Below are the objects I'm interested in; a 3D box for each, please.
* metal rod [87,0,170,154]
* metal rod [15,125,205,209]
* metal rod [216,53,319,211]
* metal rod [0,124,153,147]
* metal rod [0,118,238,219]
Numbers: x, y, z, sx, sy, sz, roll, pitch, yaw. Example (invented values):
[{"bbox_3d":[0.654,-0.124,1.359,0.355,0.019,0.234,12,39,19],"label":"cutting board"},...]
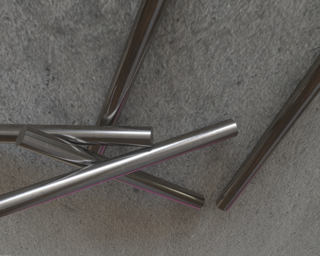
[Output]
[{"bbox_3d":[-0.037,-0.064,0.352,0.025,0.025,0.298,18,128,-15],"label":"metal rod"},{"bbox_3d":[-0.043,0.065,0.424,0.301,0.025,0.025,28,125,-36],"label":"metal rod"},{"bbox_3d":[0.150,0.020,0.426,0.025,0.025,0.298,13,129,-12],"label":"metal rod"},{"bbox_3d":[-0.159,0.008,0.390,0.302,0.025,0.025,1,131,7],"label":"metal rod"},{"bbox_3d":[-0.043,0.044,0.375,0.302,0.025,0.025,-18,131,-13],"label":"metal rod"}]
